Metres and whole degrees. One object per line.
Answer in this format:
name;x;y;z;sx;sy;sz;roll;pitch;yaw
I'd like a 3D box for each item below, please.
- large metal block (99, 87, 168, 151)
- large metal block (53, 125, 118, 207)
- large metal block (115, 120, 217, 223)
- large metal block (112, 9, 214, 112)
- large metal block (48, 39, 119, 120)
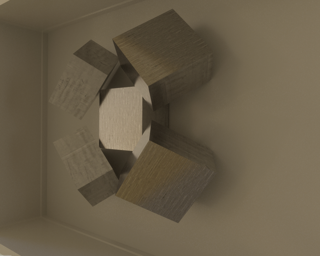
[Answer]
large metal block;-0.036;-0.012;0.417;0.080;0.050;0.080;1;91;40
large metal block;-0.102;0.056;0.446;0.080;0.050;0.080;53;165;26
large metal block;0.006;0.050;0.355;0.080;0.050;0.080;27;113;-11
large metal block;0.004;-0.079;0.358;0.080;0.050;0.080;-30;63;-11
large metal block;-0.106;-0.071;0.446;0.050;0.080;0.080;31;117;-11
